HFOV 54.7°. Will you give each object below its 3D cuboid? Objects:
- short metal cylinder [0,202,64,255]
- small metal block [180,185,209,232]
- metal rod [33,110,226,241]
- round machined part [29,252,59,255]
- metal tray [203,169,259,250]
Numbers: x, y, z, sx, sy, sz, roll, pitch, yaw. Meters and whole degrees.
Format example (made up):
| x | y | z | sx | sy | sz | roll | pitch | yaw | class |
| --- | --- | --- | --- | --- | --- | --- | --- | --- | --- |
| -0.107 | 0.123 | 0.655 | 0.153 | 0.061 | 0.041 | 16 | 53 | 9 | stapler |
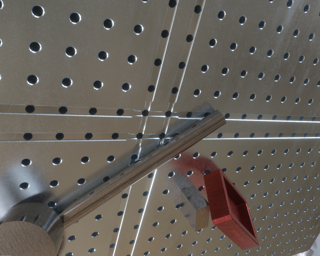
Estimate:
| x | y | z | sx | sy | sz | roll | pitch | yaw | class |
| --- | --- | --- | --- | --- | --- | --- | --- | --- | --- |
| -0.162 | 0.137 | 0.372 | 0.081 | 0.050 | 0.079 | -1 | 100 | -7 | short metal cylinder |
| 0.057 | 0.132 | 0.510 | 0.025 | 0.050 | 0.050 | -15 | 125 | -20 | small metal block |
| -0.037 | 0.064 | 0.431 | 0.301 | 0.025 | 0.025 | -32 | 129 | -8 | metal rod |
| -0.170 | 0.207 | 0.425 | 0.099 | 0.042 | 0.097 | -18 | 144 | -14 | round machined part |
| 0.121 | 0.138 | 0.520 | 0.030 | 0.090 | 0.130 | -25 | 133 | 20 | metal tray |
